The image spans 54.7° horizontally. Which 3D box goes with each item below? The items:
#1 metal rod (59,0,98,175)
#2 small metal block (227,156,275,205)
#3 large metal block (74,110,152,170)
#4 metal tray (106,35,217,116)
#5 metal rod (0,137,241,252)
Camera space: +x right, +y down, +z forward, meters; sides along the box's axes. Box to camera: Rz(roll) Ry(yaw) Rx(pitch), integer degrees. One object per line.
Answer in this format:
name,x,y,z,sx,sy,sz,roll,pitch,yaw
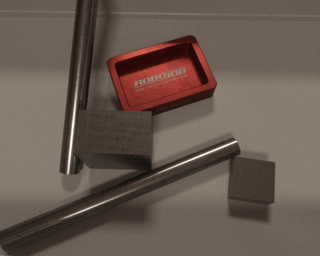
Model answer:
metal rod,-0.094,-0.092,0.375,0.025,0.025,0.298,8,96,2
small metal block,0.114,0.066,0.387,0.050,0.025,0.050,8,70,2
large metal block,-0.050,0.017,0.374,0.081,0.080,0.050,1,70,0
metal tray,0.002,-0.070,0.432,0.131,0.030,0.090,-18,71,-7
metal rod,-0.041,0.077,0.380,0.302,0.025,0.025,-21,72,-8
